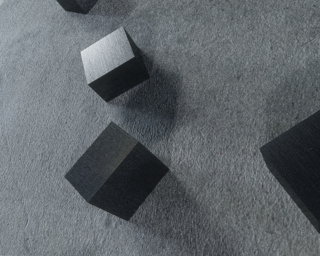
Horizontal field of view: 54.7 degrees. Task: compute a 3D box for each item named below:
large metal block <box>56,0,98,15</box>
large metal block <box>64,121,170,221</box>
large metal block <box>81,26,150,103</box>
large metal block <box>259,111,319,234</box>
[{"bbox_3d":[-0.171,-0.294,0.658,0.080,0.050,0.080,24,74,36],"label":"large metal block"},{"bbox_3d":[-0.047,0.052,0.361,0.050,0.080,0.080,33,80,38],"label":"large metal block"},{"bbox_3d":[-0.071,-0.100,0.487,0.080,0.050,0.080,-29,52,10],"label":"large metal block"},{"bbox_3d":[0.153,0.036,0.285,0.080,0.050,0.080,-34,51,6],"label":"large metal block"}]
